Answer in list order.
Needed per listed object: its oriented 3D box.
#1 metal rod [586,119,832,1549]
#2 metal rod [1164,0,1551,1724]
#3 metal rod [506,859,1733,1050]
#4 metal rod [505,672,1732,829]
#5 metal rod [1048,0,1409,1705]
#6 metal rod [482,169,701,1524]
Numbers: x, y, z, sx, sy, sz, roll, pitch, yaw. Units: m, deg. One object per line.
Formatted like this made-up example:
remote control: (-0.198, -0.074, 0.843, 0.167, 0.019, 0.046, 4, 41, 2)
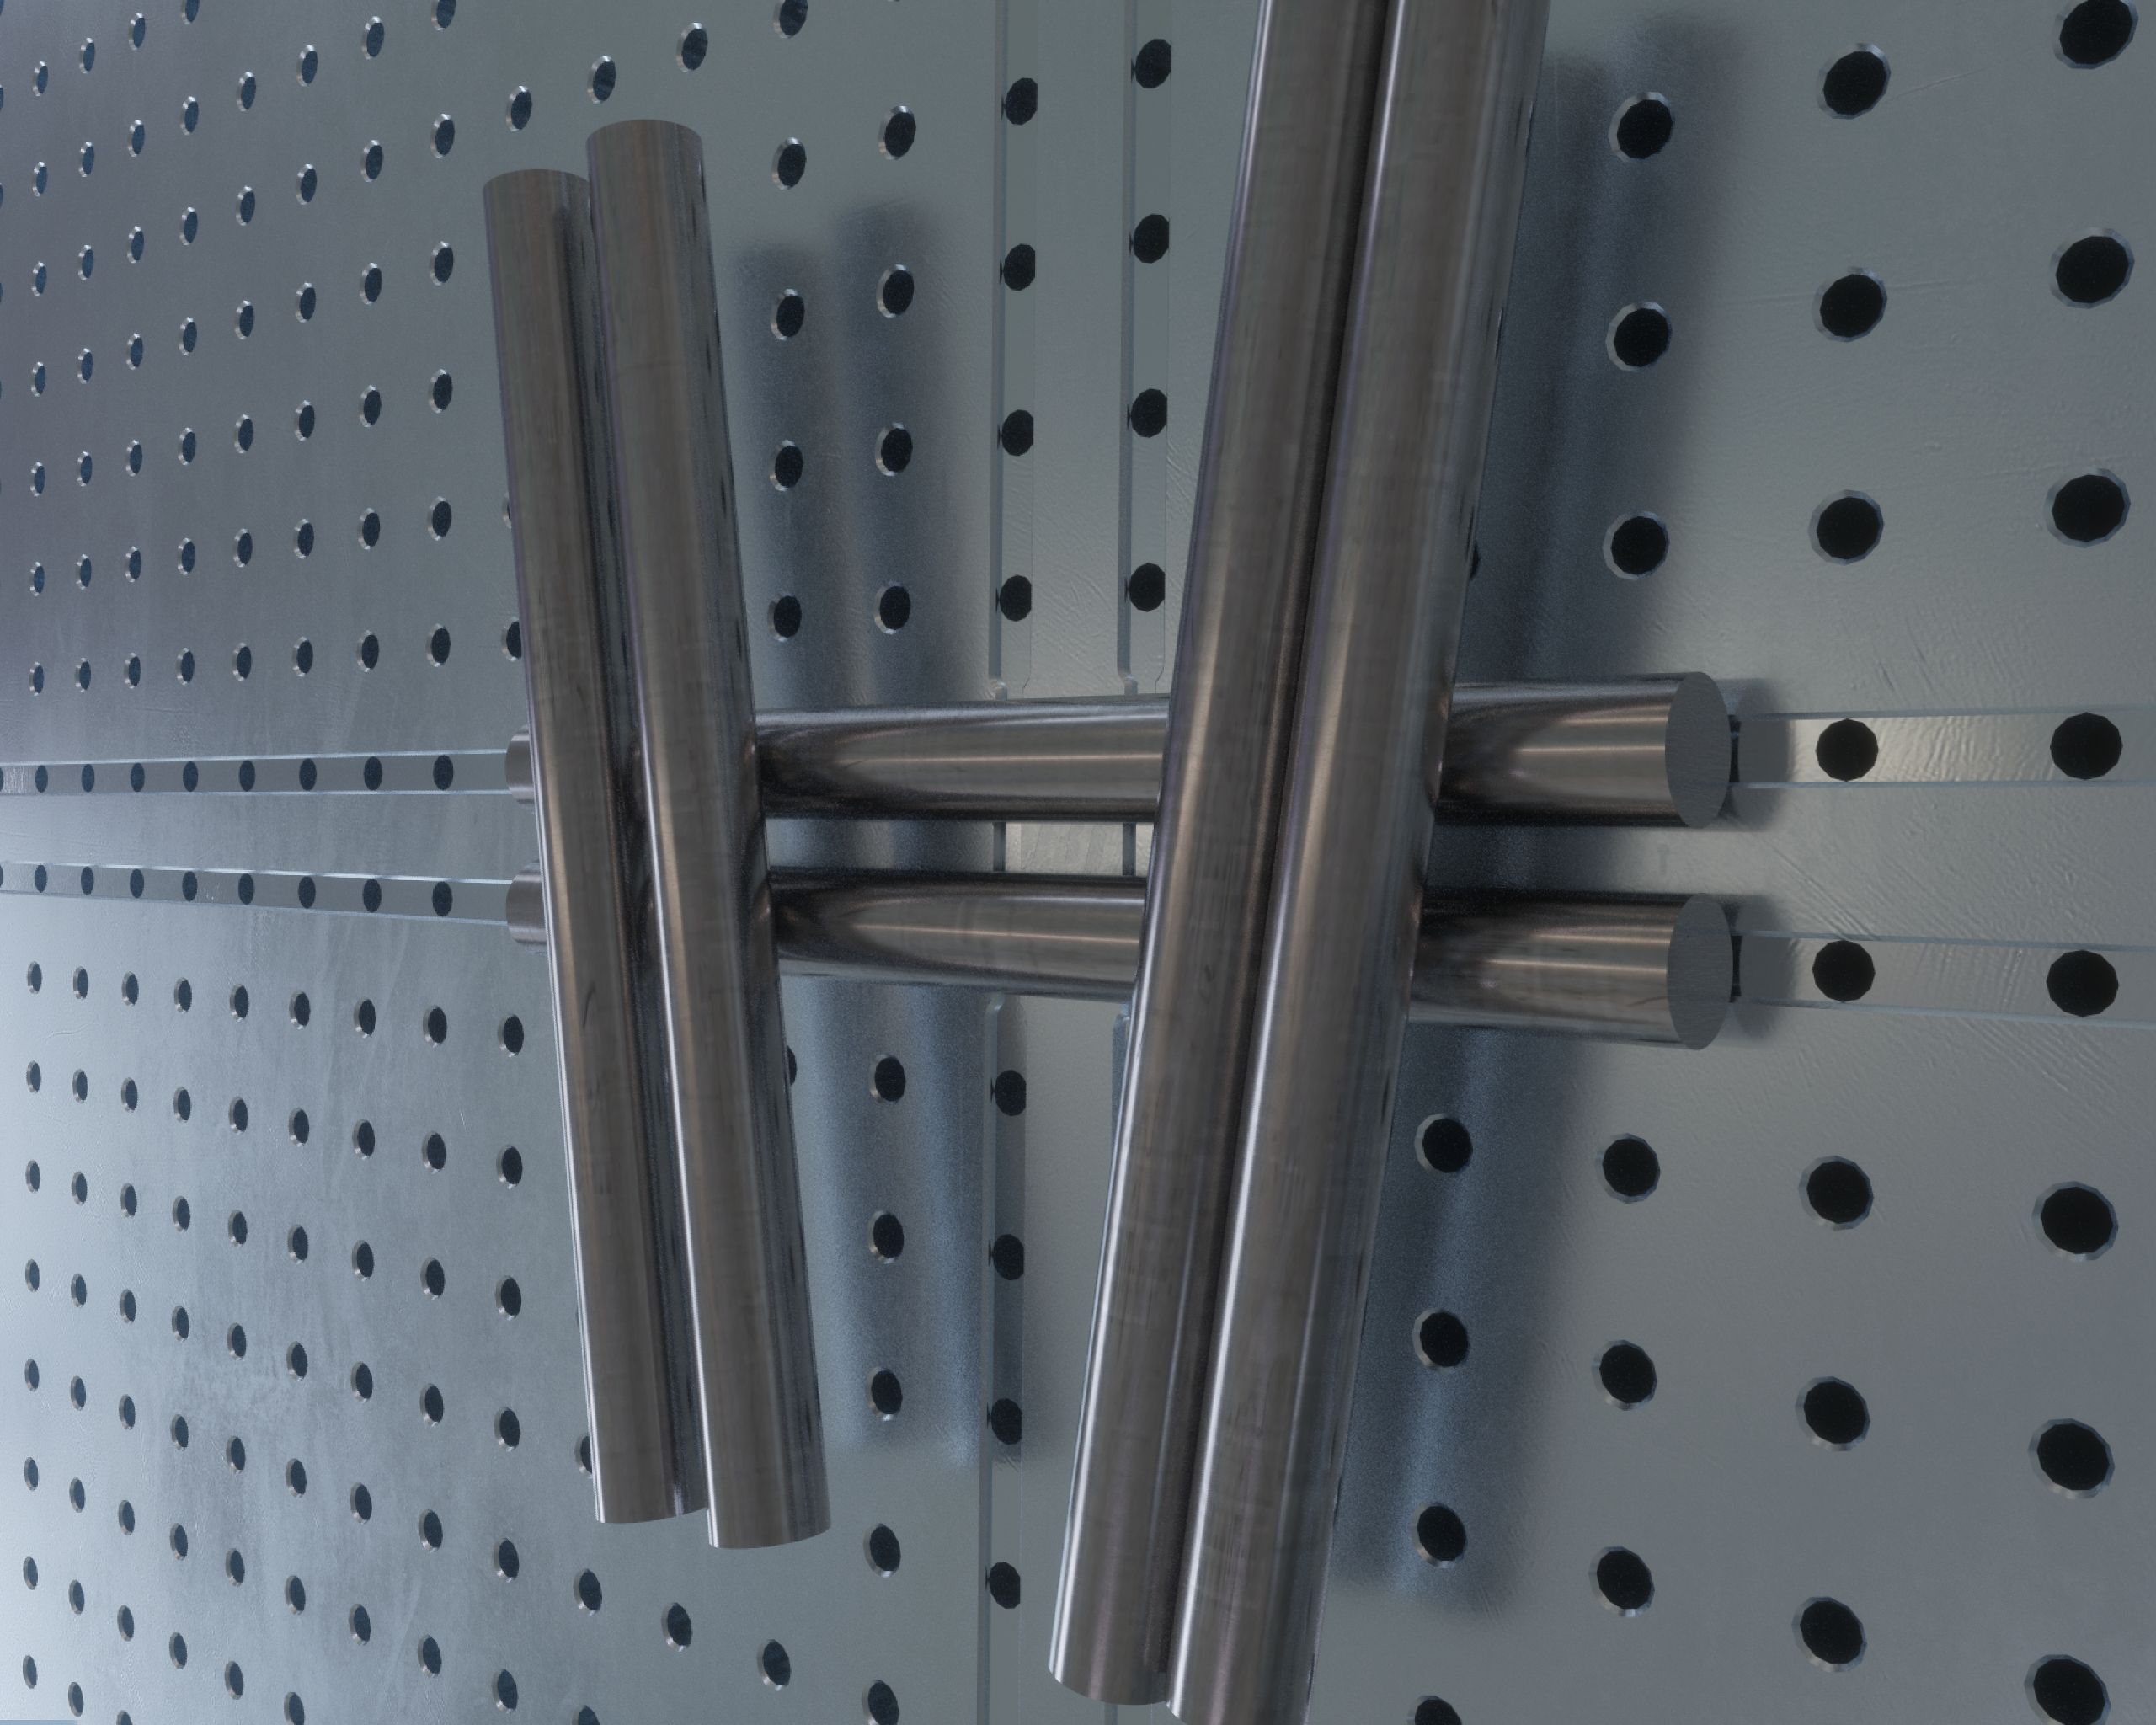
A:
metal rod: (-0.079, -0.009, 0.444, 0.025, 0.025, 0.299, -10, 84, 39)
metal rod: (0.045, -0.004, 0.341, 0.025, 0.025, 0.298, 12, 98, 39)
metal rod: (-0.017, 0.014, 0.425, 0.300, 0.025, 0.025, 1, 91, 40)
metal rod: (-0.017, -0.021, 0.425, 0.300, 0.025, 0.025, 1, 91, 40)
metal rod: (0.025, -0.003, 0.358, 0.025, 0.025, 0.298, 12, 98, 39)
metal rod: (-0.108, -0.007, 0.468, 0.025, 0.025, 0.299, -10, 83, 39)
